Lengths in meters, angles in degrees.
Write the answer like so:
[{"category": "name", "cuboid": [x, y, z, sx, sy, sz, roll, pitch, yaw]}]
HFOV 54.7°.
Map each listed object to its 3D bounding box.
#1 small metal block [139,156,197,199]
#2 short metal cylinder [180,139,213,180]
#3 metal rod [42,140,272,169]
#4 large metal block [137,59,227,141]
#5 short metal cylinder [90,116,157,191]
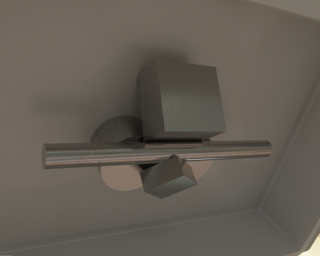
[{"category": "small metal block", "cuboid": [0.011, 0.061, 0.373, 0.050, 0.025, 0.050, -25, 151, 13]}, {"category": "short metal cylinder", "cuboid": [0.028, 0.033, 0.429, 0.081, 0.050, 0.079, -14, 125, -21]}, {"category": "metal rod", "cuboid": [0.020, 0.029, 0.372, 0.303, 0.025, 0.025, 1, 118, -29]}, {"category": "large metal block", "cuboid": [0.024, -0.028, 0.361, 0.081, 0.050, 0.080, 1, 75, -29]}, {"category": "short metal cylinder", "cuboid": [-0.042, 0.032, 0.389, 0.081, 0.050, 0.079, -14, 125, -21]}]
